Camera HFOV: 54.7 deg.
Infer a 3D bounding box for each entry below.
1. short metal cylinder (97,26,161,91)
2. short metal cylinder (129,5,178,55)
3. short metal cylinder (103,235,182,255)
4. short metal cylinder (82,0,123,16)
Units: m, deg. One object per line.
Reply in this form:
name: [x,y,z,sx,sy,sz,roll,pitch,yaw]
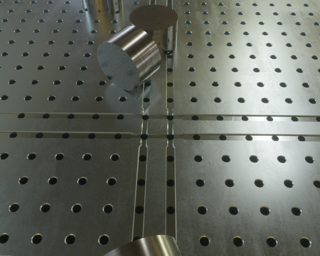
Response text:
short metal cylinder: [-0.046,-0.102,0.457,0.080,0.080,0.050,29,56,22]
short metal cylinder: [-0.010,-0.169,0.533,0.081,0.050,0.080,0,50,0]
short metal cylinder: [-0.014,0.133,0.260,0.081,0.080,0.050,-16,52,-13]
short metal cylinder: [-0.116,-0.266,0.614,0.081,0.050,0.080,0,50,0]
